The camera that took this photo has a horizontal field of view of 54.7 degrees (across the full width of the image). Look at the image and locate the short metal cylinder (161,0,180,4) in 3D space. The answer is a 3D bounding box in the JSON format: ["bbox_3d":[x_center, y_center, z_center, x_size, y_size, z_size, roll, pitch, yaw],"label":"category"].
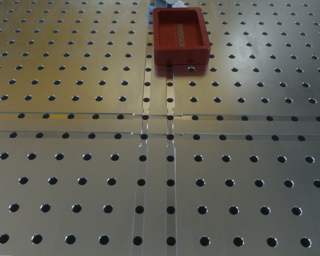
[{"bbox_3d":[0.015,-0.298,0.623,0.050,0.080,0.080,36,59,26],"label":"short metal cylinder"}]

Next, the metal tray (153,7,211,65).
[{"bbox_3d":[0.034,-0.164,0.541,0.091,0.030,0.130,-2,50,-2],"label":"metal tray"}]
